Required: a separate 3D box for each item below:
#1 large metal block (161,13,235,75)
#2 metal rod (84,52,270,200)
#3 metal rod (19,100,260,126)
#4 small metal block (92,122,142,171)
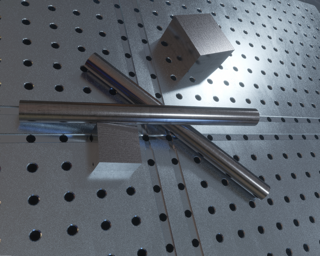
[{"bbox_3d":[0.062,-0.140,0.514,0.081,0.050,0.080,-18,72,-35],"label":"large metal block"},{"bbox_3d":[0.026,0.000,0.423,0.301,0.025,0.025,37,51,-4],"label":"metal rod"},{"bbox_3d":[-0.010,-0.017,0.388,0.303,0.025,0.025,1,61,-19],"label":"metal rod"},{"bbox_3d":[-0.052,0.023,0.367,0.050,0.025,0.050,5,60,-26],"label":"small metal block"}]
